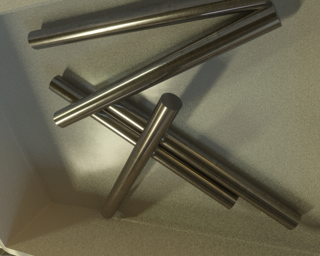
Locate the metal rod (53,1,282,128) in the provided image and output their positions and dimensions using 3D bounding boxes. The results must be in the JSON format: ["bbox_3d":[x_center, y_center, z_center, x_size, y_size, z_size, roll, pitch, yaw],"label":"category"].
[{"bbox_3d":[-0.015,-0.059,0.358,0.300,0.025,0.025,-21,108,29],"label":"metal rod"}]

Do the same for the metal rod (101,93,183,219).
[{"bbox_3d":[-0.040,0.060,0.438,0.025,0.025,0.298,35,137,4],"label":"metal rod"}]

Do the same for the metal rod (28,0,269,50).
[{"bbox_3d":[-0.036,-0.121,0.351,0.300,0.025,0.025,-1,118,28],"label":"metal rod"}]

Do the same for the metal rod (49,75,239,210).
[{"bbox_3d":[-0.026,0.017,0.430,0.301,0.025,0.025,33,129,5],"label":"metal rod"}]

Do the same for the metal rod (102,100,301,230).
[{"bbox_3d":[0.045,0.036,0.405,0.301,0.025,0.025,33,129,5],"label":"metal rod"}]
